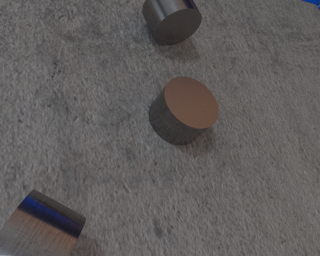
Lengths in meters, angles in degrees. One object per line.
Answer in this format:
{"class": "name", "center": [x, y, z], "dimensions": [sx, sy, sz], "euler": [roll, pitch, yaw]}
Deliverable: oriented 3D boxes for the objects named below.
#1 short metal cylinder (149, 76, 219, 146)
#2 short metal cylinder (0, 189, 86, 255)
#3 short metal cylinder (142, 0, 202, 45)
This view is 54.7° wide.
{"class": "short metal cylinder", "center": [0.031, -0.023, 0.420], "dimensions": [0.081, 0.050, 0.080], "euler": [14, 56, -21]}
{"class": "short metal cylinder", "center": [-0.104, 0.098, 0.253], "dimensions": [0.050, 0.080, 0.080], "euler": [32, 51, -8]}
{"class": "short metal cylinder", "center": [0.019, -0.176, 0.488], "dimensions": [0.081, 0.080, 0.050], "euler": [-11, 67, -33]}
